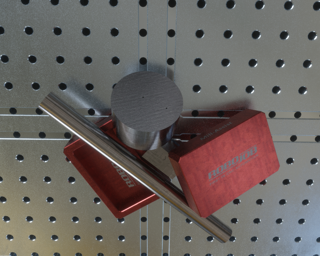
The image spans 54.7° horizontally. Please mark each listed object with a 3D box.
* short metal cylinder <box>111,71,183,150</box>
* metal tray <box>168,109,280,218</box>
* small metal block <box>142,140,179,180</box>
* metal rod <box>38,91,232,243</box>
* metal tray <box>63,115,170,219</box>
[{"bbox_3d":[-0.017,-0.020,0.366,0.081,0.080,0.050,8,152,-3],"label":"short metal cylinder"},{"bbox_3d":[0.085,0.043,0.396,0.131,0.030,0.090,-28,110,-16],"label":"metal tray"},{"bbox_3d":[0.005,0.033,0.407,0.050,0.050,0.025,39,106,-13],"label":"small metal block"},{"bbox_3d":[-0.021,0.058,0.399,0.301,0.025,0.025,39,105,-14],"label":"metal rod"},{"bbox_3d":[-0.055,0.053,0.425,0.090,0.030,0.130,-30,108,10],"label":"metal tray"}]
